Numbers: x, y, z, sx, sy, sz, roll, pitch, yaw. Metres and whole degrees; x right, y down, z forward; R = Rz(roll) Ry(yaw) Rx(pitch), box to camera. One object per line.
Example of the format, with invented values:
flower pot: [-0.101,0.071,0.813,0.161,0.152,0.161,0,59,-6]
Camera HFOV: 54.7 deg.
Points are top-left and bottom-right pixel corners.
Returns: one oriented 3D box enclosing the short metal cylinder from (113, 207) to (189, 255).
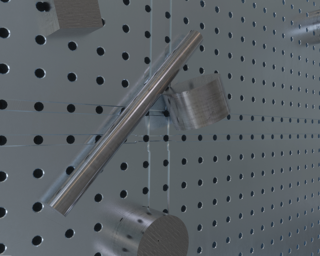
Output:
short metal cylinder: [-0.011,0.143,0.385,0.081,0.050,0.079,0,90,-40]

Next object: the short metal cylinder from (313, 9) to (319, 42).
short metal cylinder: [0.406,-0.247,0.733,0.081,0.050,0.079,0,90,-40]

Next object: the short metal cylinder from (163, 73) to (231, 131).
short metal cylinder: [0.049,-0.036,0.415,0.081,0.080,0.050,-31,109,-36]

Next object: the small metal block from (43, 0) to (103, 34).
small metal block: [-0.094,-0.129,0.331,0.050,0.025,0.050,-18,102,-39]

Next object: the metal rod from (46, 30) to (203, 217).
metal rod: [-0.028,-0.024,0.386,0.025,0.025,0.301,51,60,-28]
